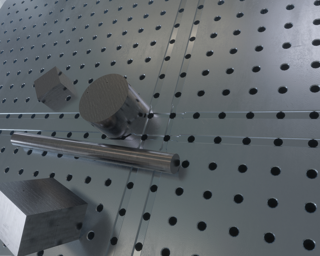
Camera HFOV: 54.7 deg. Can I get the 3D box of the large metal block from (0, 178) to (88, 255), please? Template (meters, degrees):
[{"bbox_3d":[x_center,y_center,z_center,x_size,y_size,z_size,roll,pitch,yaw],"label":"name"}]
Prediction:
[{"bbox_3d":[-0.150,0.103,0.379,0.080,0.080,0.050,23,101,36],"label":"large metal block"}]

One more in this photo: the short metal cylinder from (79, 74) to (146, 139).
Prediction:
[{"bbox_3d":[-0.068,-0.031,0.447,0.080,0.050,0.080,-13,56,21],"label":"short metal cylinder"}]

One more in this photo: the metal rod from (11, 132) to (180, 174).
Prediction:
[{"bbox_3d":[-0.111,0.031,0.447,0.300,0.025,0.025,5,64,30],"label":"metal rod"}]

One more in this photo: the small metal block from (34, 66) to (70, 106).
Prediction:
[{"bbox_3d":[-0.195,-0.076,0.557,0.050,0.025,0.050,-33,51,6],"label":"small metal block"}]
